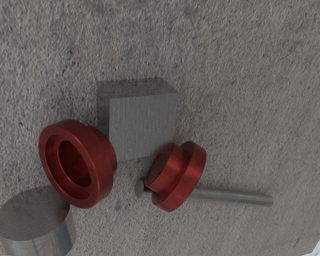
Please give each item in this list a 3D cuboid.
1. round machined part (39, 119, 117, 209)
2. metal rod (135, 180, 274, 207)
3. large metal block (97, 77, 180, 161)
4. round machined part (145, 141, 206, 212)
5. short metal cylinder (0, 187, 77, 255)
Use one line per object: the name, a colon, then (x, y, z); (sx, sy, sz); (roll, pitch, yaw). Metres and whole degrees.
round machined part: (-0.086, 0.036, 0.343); (0.042, 0.098, 0.097); (-30, 135, -47)
metal rod: (0.092, 0.116, 0.528); (0.302, 0.025, 0.025); (13, 112, -34)
large metal block: (-0.029, -0.012, 0.368); (0.081, 0.050, 0.079); (-8, 122, -24)
round machined part: (0.015, 0.058, 0.412); (0.042, 0.098, 0.098); (33, 101, -10)
short metal cylinder: (-0.143, 0.116, 0.365); (0.081, 0.080, 0.050); (-14, 124, -21)
